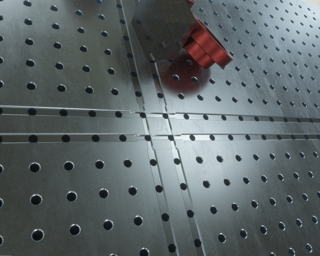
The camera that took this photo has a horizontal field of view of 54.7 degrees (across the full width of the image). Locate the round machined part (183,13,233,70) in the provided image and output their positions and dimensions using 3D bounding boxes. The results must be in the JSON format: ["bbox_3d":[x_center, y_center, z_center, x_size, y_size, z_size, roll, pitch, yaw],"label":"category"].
[{"bbox_3d":[0.069,-0.132,0.497,0.098,0.042,0.098,41,22,-20],"label":"round machined part"}]

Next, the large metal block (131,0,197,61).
[{"bbox_3d":[0.003,-0.160,0.470,0.050,0.080,0.080,-9,67,-28],"label":"large metal block"}]

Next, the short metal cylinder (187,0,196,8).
[{"bbox_3d":[0.028,-0.246,0.538,0.050,0.080,0.080,6,59,-25],"label":"short metal cylinder"}]
